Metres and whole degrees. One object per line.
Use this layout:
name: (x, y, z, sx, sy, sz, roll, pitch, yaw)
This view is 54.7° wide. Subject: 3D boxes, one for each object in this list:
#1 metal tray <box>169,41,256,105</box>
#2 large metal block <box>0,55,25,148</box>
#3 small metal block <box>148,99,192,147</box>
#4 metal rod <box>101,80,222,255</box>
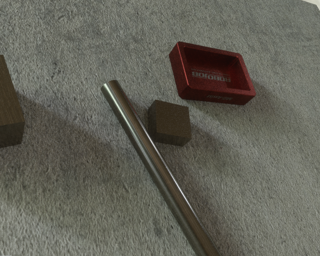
metal tray: (0.085, -0.087, 0.501, 0.131, 0.030, 0.090, 3, 60, -27)
large metal block: (-0.187, -0.021, 0.300, 0.081, 0.050, 0.080, -13, 69, -34)
small metal block: (0.012, -0.006, 0.416, 0.050, 0.025, 0.050, 11, 57, -23)
metal rod: (0.010, 0.069, 0.368, 0.025, 0.025, 0.299, -21, 73, -36)
